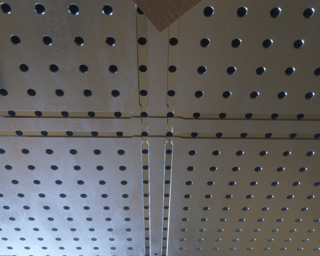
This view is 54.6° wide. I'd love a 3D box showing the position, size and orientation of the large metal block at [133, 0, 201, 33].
[{"bbox_3d":[0.006,-0.147,0.270,0.080,0.050,0.080,-32,123,24],"label":"large metal block"}]
